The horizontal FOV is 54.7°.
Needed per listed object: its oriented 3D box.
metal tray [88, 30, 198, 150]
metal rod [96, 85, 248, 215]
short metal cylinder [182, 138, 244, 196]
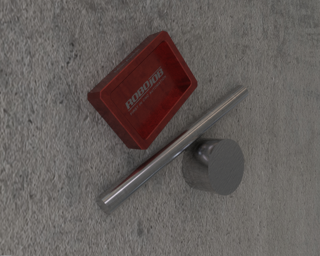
[{"bbox_3d":[-0.015,-0.048,0.388,0.130,0.030,0.090,-51,120,-28],"label":"metal tray"},{"bbox_3d":[0.036,0.014,0.434,0.302,0.025,0.025,-37,113,-34],"label":"metal rod"},{"bbox_3d":[0.079,0.055,0.454,0.081,0.050,0.080,0,90,-40],"label":"short metal cylinder"}]
